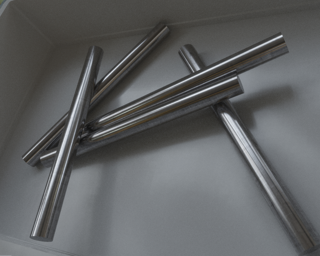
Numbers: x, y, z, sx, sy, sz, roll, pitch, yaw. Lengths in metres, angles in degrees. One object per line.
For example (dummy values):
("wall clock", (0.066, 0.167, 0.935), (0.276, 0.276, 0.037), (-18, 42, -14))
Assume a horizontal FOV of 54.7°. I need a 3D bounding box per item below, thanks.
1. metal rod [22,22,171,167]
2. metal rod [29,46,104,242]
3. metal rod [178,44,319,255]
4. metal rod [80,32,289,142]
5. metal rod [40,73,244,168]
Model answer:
("metal rod", (-0.097, -0.055, 0.488), (0.300, 0.025, 0.025), (-45, 51, -4))
("metal rod", (-0.118, -0.001, 0.425), (0.025, 0.025, 0.300), (-10, 53, 23))
("metal rod", (0.086, -0.003, 0.361), (0.025, 0.025, 0.299), (-30, 52, 9))
("metal rod", (0.010, -0.042, 0.400), (0.300, 0.025, 0.025), (-22, 53, 23))
("metal rod", (-0.039, -0.002, 0.407), (0.300, 0.025, 0.025), (-21, 54, 22))
